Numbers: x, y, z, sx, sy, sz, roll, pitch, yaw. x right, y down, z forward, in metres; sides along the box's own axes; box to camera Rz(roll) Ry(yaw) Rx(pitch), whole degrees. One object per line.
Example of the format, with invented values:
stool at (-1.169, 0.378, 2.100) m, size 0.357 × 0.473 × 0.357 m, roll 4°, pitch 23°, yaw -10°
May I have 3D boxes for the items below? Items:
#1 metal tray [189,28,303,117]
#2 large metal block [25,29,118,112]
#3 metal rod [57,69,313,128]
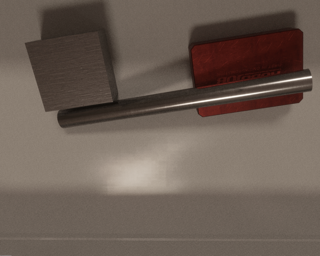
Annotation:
metal tray at (0.106, -0.069, 0.385) m, size 0.131 × 0.030 × 0.089 m, roll -8°, pitch 110°, yaw 2°
large metal block at (-0.101, -0.070, 0.371) m, size 0.080 × 0.050 × 0.079 m, roll -9°, pitch 110°, yaw 2°
metal rod at (0.018, -0.032, 0.372) m, size 0.301 × 0.025 × 0.025 m, roll -8°, pitch 111°, yaw 13°
